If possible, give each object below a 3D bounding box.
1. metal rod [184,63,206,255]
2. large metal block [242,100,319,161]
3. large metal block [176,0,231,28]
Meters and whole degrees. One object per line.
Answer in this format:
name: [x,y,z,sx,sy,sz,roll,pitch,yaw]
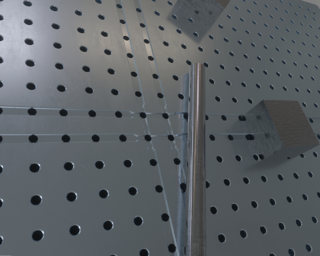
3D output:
metal rod: [0.049,0.029,0.416,0.025,0.025,0.300,18,55,-18]
large metal block: [0.191,0.003,0.493,0.081,0.050,0.080,-2,63,-29]
large metal block: [0.090,-0.253,0.594,0.080,0.050,0.080,35,51,-5]
